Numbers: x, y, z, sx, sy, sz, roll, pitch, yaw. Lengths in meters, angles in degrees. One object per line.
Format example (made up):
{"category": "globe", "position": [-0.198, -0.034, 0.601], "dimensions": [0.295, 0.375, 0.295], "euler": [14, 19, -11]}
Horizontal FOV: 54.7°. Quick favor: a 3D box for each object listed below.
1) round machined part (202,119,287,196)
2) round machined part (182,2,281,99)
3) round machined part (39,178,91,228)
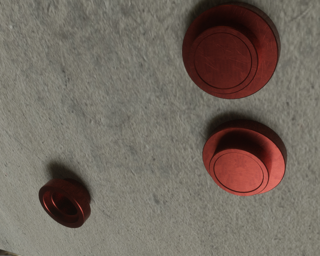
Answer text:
{"category": "round machined part", "position": [0.098, 0.042, 0.370], "dimensions": [0.098, 0.042, 0.097], "euler": [13, 124, 20]}
{"category": "round machined part", "position": [0.068, -0.073, 0.314], "dimensions": [0.098, 0.042, 0.097], "euler": [13, 124, 20]}
{"category": "round machined part", "position": [-0.166, 0.130, 0.561], "dimensions": [0.098, 0.042, 0.097], "euler": [13, 124, 20]}
